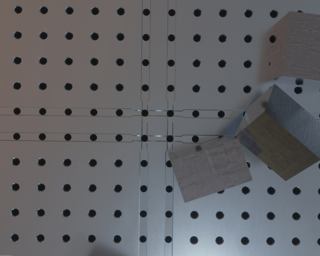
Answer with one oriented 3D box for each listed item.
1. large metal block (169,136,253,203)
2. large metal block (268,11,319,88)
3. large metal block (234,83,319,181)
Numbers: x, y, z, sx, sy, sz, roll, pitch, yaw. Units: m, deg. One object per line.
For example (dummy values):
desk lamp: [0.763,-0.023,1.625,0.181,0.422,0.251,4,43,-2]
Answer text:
large metal block: [0.058,0.047,0.386,0.080,0.080,0.050,-19,90,0]
large metal block: [0.193,-0.098,0.402,0.080,0.050,0.080,7,90,0]
large metal block: [0.147,0.003,0.380,0.080,0.080,0.050,41,130,0]
